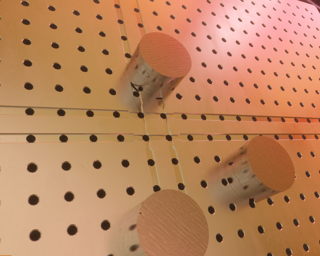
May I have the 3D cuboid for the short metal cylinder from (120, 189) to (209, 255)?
[{"bbox_3d":[0.004,0.111,0.328,0.081,0.050,0.080,14,56,-21],"label":"short metal cylinder"}]

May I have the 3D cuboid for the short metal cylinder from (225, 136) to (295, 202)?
[{"bbox_3d":[0.139,0.058,0.434,0.081,0.050,0.080,14,56,-21],"label":"short metal cylinder"}]

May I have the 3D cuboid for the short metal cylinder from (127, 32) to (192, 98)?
[{"bbox_3d":[-0.002,-0.091,0.448,0.081,0.050,0.080,14,56,-21],"label":"short metal cylinder"}]
